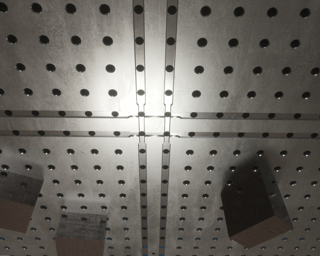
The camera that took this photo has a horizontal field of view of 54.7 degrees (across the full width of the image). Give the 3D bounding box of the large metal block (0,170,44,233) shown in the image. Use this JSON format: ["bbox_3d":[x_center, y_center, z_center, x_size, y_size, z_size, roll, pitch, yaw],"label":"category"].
[{"bbox_3d":[-0.240,0.116,0.491,0.081,0.050,0.079,19,128,-16],"label":"large metal block"}]

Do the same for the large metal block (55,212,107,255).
[{"bbox_3d":[-0.141,0.200,0.564,0.081,0.050,0.079,6,130,-6],"label":"large metal block"}]

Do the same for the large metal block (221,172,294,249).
[{"bbox_3d":[0.149,0.130,0.489,0.050,0.080,0.080,36,121,-27],"label":"large metal block"}]
